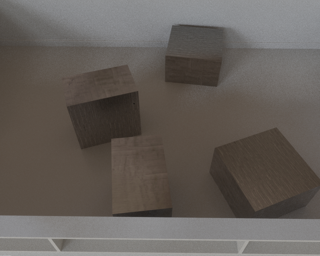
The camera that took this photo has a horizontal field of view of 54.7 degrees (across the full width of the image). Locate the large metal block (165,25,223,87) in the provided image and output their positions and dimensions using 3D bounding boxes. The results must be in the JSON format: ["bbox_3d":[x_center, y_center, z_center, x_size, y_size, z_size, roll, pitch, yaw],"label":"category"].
[{"bbox_3d":[0.054,-0.114,0.485,0.080,0.050,0.080,7,50,5],"label":"large metal block"}]

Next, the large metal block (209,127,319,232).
[{"bbox_3d":[0.112,0.055,0.343,0.081,0.050,0.080,-17,52,-14],"label":"large metal block"}]

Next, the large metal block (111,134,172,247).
[{"bbox_3d":[-0.019,0.064,0.315,0.050,0.080,0.080,-5,50,-4],"label":"large metal block"}]

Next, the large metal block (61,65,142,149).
[{"bbox_3d":[-0.071,-0.026,0.390,0.081,0.080,0.050,-14,52,-11],"label":"large metal block"}]
